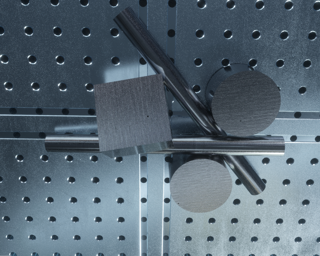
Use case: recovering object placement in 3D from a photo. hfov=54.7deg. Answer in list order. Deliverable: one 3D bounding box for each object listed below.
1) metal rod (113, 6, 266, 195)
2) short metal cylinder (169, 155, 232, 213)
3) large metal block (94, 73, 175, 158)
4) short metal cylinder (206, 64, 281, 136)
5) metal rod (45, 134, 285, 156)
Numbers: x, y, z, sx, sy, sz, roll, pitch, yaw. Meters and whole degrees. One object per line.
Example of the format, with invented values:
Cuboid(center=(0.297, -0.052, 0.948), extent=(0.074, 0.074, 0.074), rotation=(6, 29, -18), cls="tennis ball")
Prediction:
Cuboid(center=(0.047, -0.023, 0.402), extent=(0.025, 0.025, 0.300), rotation=(-36, 107, 12), cls="metal rod")
Cuboid(center=(0.053, 0.067, 0.421), extent=(0.081, 0.050, 0.079), rotation=(0, 110, 0), cls="short metal cylinder")
Cuboid(center=(-0.030, -0.012, 0.372), extent=(0.080, 0.050, 0.080), rotation=(-9, 75, 3), cls="large metal block")
Cuboid(center=(0.100, -0.036, 0.384), extent=(0.081, 0.050, 0.079), rotation=(0, 110, 0), cls="short metal cylinder")
Cuboid(center=(0.002, 0.021, 0.399), extent=(0.302, 0.025, 0.025), rotation=(0, 110, 6), cls="metal rod")
